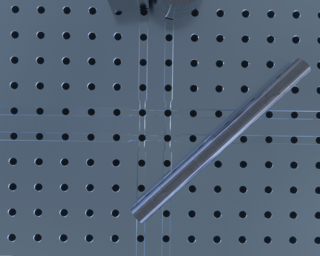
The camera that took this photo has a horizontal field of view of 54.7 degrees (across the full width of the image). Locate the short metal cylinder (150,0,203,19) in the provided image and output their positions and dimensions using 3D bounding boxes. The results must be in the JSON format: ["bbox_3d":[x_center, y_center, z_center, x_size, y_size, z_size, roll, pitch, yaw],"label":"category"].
[{"bbox_3d":[0.022,-0.189,0.401,0.081,0.050,0.079,0,91,-1],"label":"short metal cylinder"}]

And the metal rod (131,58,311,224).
[{"bbox_3d":[0.081,0.017,0.414,0.300,0.025,0.025,-42,91,-1],"label":"metal rod"}]

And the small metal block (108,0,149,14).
[{"bbox_3d":[-0.042,-0.173,0.400,0.050,0.050,0.025,-9,90,0],"label":"small metal block"}]
